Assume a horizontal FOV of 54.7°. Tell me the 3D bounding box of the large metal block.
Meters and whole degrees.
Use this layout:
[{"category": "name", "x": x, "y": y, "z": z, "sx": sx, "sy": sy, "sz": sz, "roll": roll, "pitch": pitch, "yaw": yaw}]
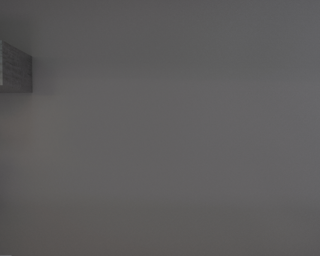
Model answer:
[{"category": "large metal block", "x": -0.215, "y": -0.072, "z": 0.382, "sx": 0.081, "sy": 0.080, "sz": 0.050, "roll": -1, "pitch": 90, "yaw": 0}]
